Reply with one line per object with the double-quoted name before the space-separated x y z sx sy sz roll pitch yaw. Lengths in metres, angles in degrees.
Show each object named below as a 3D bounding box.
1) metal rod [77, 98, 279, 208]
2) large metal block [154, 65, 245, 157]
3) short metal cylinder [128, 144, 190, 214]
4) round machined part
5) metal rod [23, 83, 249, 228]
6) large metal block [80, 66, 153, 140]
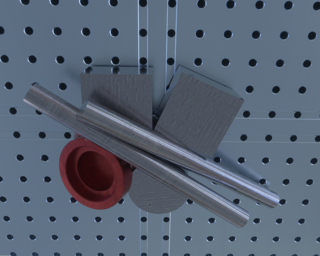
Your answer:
"metal rod" 0.041 0.042 0.385 0.301 0.025 0.025 27 108 -25
"large metal block" 0.044 -0.022 0.387 0.080 0.050 0.080 23 108 -9
"short metal cylinder" -0.001 0.068 0.420 0.081 0.050 0.079 0 110 0
"round machined part" -0.080 0.053 0.407 0.098 0.042 0.097 7 108 22
"metal rod" -0.017 0.040 0.369 0.301 0.025 0.025 32 107 -13
"large metal block" -0.049 -0.031 0.381 0.081 0.050 0.079 1 110 -1
